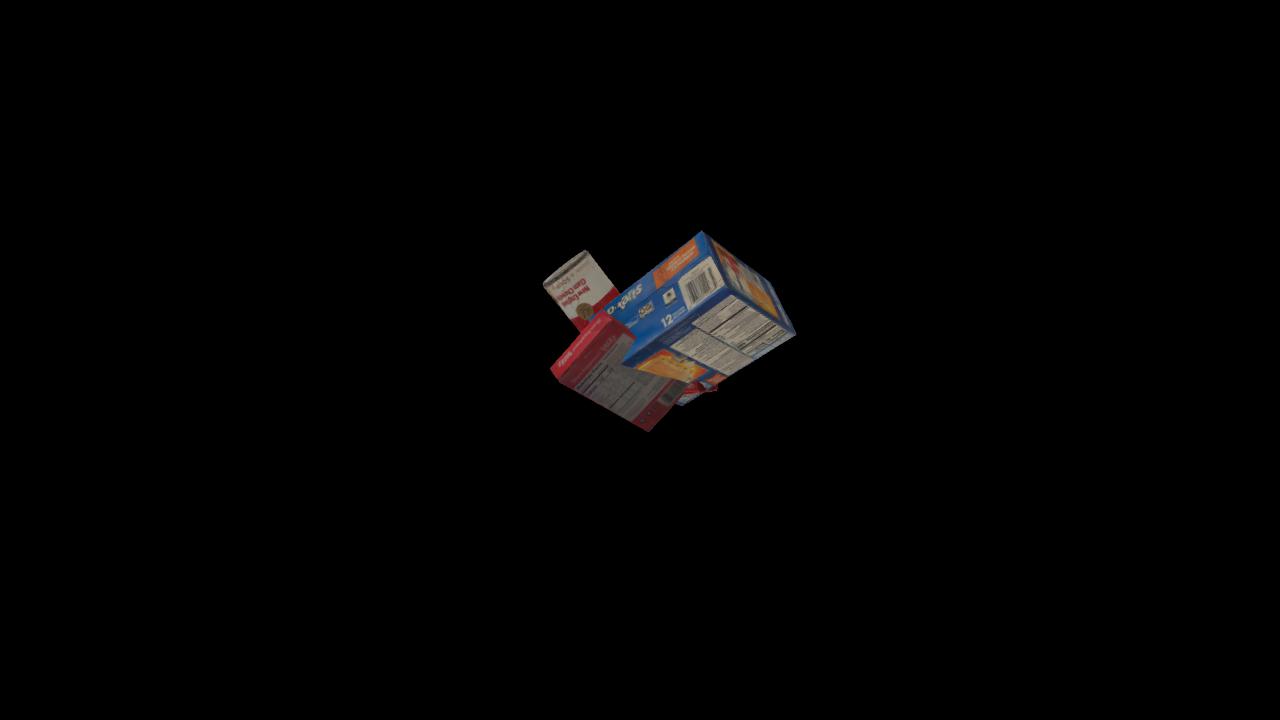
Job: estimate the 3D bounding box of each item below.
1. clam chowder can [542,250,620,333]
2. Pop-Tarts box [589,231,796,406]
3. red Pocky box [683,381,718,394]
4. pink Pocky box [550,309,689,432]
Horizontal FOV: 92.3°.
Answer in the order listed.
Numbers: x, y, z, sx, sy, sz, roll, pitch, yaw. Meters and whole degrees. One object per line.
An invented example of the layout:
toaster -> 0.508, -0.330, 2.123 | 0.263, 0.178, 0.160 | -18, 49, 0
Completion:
clam chowder can -> -0.057, -0.069, 0.722 | 0.068, 0.102, 0.068 | -35, 15, 11
Pop-Tarts box -> 0.056, -0.037, 0.674 | 0.167, 0.083, 0.141 | -35, -38, 28
red Pocky box -> 0.060, -0.036, 0.738 | 0.028, 0.155, 0.083 | -10, -5, 21
pink Pocky box -> -0.014, 0.016, 0.663 | 0.155, 0.084, 0.029 | 34, 11, -43
